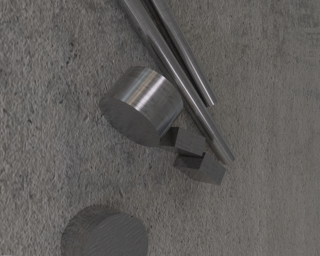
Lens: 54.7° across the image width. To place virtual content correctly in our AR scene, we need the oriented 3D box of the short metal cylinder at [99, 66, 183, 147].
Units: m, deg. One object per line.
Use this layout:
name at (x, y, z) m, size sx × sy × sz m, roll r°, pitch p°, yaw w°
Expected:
short metal cylinder at (-0.021, -0.023, 0.351) m, size 0.080 × 0.080 × 0.050 m, roll 51°, pitch 60°, yaw -28°

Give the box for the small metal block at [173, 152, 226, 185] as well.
small metal block at (0.056, 0.055, 0.435) m, size 0.050 × 0.050 × 0.025 m, roll 38°, pitch 67°, yaw -34°

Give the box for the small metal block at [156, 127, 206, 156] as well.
small metal block at (0.023, 0.018, 0.408) m, size 0.050 × 0.050 × 0.025 m, roll 21°, pitch 77°, yaw -38°

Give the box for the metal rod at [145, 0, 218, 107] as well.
metal rod at (0.003, -0.153, 0.406) m, size 0.025 × 0.025 × 0.299 m, roll -48°, pitch 119°, yaw -29°

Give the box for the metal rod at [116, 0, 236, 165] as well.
metal rod at (0.031, -0.059, 0.430) m, size 0.025 × 0.025 × 0.300 m, roll -51°, pitch 120°, yaw -28°

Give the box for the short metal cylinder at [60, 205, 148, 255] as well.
short metal cylinder at (-0.060, 0.129, 0.339) m, size 0.081 × 0.050 × 0.079 m, roll 0°, pitch 90°, yaw -40°
